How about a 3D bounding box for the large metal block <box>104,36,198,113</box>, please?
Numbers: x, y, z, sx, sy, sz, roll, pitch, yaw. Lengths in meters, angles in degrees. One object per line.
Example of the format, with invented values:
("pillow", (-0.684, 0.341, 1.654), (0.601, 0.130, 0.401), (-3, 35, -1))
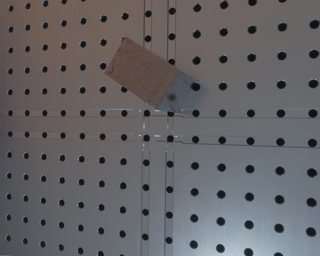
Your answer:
("large metal block", (-0.007, -0.063, 0.386), (0.080, 0.080, 0.050), (35, 102, 16))
